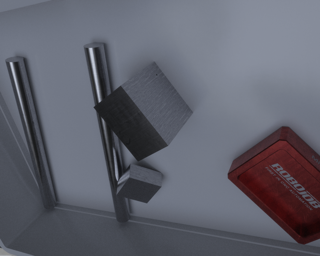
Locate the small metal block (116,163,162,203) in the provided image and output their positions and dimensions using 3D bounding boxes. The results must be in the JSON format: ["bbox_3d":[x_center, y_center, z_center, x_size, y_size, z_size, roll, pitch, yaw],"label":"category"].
[{"bbox_3d":[-0.031,0.084,0.463,0.050,0.025,0.050,20,131,-18],"label":"small metal block"}]

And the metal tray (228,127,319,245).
[{"bbox_3d":[0.158,0.071,0.365,0.130,0.030,0.090,43,129,-2],"label":"metal tray"}]

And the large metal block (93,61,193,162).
[{"bbox_3d":[-0.016,-0.021,0.367,0.050,0.080,0.080,-31,102,37],"label":"large metal block"}]

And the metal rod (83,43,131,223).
[{"bbox_3d":[-0.073,0.025,0.460,0.025,0.025,0.298,10,123,23],"label":"metal rod"}]

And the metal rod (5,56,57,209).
[{"bbox_3d":[-0.216,0.025,0.534,0.025,0.025,0.298,14,124,20],"label":"metal rod"}]
